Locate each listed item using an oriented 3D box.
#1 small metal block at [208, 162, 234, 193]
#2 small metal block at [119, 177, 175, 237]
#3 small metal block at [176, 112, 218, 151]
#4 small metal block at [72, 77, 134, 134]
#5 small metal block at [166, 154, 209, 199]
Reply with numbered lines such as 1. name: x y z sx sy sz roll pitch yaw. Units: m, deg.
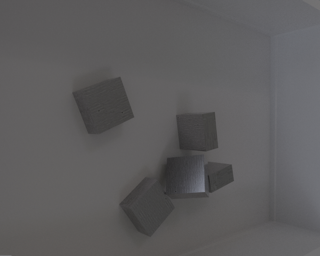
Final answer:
1. small metal block: 0.070 0.070 0.449 0.050 0.050 0.025 -16 101 -39
2. small metal block: -0.015 0.099 0.394 0.050 0.025 0.050 -44 117 -31
3. small metal block: 0.051 0.004 0.433 0.025 0.050 0.050 -11 97 -40
4. small metal block: -0.064 -0.026 0.353 0.050 0.025 0.050 -29 108 -36
5. small metal block: 0.036 0.065 0.408 0.025 0.050 0.050 54 33 -56
